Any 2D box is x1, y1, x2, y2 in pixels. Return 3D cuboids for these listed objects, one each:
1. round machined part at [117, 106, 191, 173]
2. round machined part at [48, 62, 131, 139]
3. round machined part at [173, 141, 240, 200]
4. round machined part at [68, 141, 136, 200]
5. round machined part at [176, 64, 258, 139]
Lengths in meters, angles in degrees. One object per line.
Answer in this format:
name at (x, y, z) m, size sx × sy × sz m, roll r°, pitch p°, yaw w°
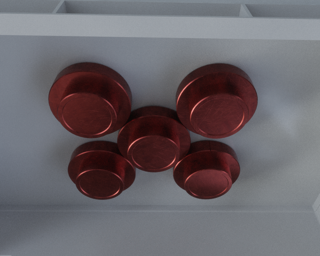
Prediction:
round machined part at (-0.008, 0.022, 0.414) m, size 0.099 × 0.042 × 0.097 m, roll -1°, pitch 130°, yaw 0°
round machined part at (-0.084, -0.026, 0.373) m, size 0.099 × 0.042 × 0.097 m, roll -1°, pitch 130°, yaw 0°
round machined part at (0.069, 0.068, 0.455) m, size 0.099 × 0.042 × 0.097 m, roll -1°, pitch 130°, yaw 0°
round machined part at (-0.085, 0.068, 0.453) m, size 0.099 × 0.042 × 0.097 m, roll -1°, pitch 130°, yaw 0°
round machined part at (0.069, -0.025, 0.376) m, size 0.099 × 0.042 × 0.097 m, roll -1°, pitch 130°, yaw 0°
